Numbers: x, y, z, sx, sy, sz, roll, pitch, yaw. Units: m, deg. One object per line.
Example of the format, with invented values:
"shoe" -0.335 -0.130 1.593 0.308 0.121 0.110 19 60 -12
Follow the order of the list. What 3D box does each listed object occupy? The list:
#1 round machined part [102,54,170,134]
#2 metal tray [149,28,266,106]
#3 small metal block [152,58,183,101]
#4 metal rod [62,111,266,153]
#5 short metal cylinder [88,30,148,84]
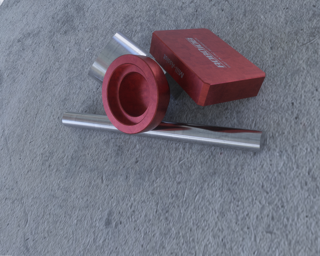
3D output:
"round machined part" -0.026 -0.043 0.394 0.098 0.042 0.097 7 101 39
"metal tray" 0.055 -0.083 0.391 0.091 0.030 0.130 -12 46 -27
"small metal block" 0.001 -0.069 0.429 0.050 0.050 0.025 26 76 37
"metal rod" -0.017 0.001 0.414 0.300 0.025 0.025 6 65 31
"short metal cylinder" -0.061 -0.095 0.454 0.080 0.050 0.080 -51 11 15
